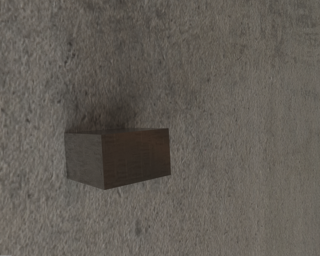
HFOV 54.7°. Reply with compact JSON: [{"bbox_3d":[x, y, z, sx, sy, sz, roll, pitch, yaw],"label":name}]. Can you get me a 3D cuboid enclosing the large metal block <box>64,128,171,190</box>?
[{"bbox_3d":[-0.046,0.028,0.332,0.081,0.080,0.050,-5,94,-40],"label":"large metal block"}]
